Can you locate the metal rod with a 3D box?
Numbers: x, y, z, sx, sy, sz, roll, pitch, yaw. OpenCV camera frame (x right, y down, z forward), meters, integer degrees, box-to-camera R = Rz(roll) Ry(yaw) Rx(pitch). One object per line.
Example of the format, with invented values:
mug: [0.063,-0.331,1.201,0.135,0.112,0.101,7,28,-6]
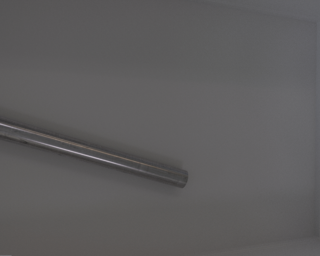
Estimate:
metal rod: [-0.103,0.025,0.372,0.302,0.025,0.025,18,84,-19]
